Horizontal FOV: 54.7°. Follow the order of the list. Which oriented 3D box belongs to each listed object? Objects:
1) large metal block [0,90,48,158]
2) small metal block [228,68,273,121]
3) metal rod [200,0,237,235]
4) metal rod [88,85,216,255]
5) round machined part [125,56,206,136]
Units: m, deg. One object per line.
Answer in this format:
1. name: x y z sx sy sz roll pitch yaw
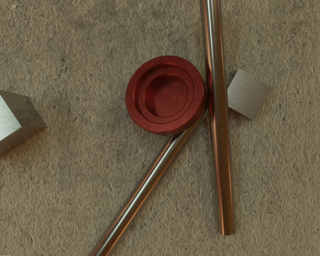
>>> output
1. large metal block: -0.200 0.000 0.380 0.080 0.080 0.050 -33 90 0
2. small metal block: 0.112 -0.043 0.411 0.050 0.025 0.050 29 90 -1
3. metal rod: 0.074 -0.010 0.390 0.025 0.025 0.298 -6 98 0
4. metal rod: -0.006 0.061 0.409 0.025 0.025 0.299 34 90 -1
5. round machined part: 0.010 -0.038 0.390 0.098 0.042 0.098 -4 76 18
